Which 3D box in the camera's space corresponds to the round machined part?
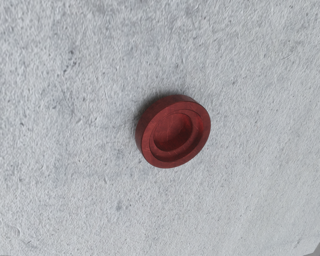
[{"bbox_3d":[0.013,0.001,0.403,0.099,0.042,0.097,-14,124,-21],"label":"round machined part"}]
